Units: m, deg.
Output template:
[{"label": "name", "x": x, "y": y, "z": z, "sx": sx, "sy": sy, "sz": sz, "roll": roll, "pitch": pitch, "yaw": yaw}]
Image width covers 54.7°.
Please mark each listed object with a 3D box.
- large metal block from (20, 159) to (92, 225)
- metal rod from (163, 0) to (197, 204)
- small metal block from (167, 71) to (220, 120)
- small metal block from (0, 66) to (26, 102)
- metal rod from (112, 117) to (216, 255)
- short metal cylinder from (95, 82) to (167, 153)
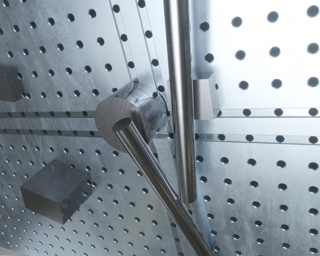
[{"label": "large metal block", "x": -0.176, "y": 0.108, "z": 0.535, "sx": 0.080, "sy": 0.080, "sz": 0.050, "roll": 17, "pitch": 125, "yaw": 18}, {"label": "metal rod", "x": 0.024, "y": -0.037, "z": 0.343, "sx": 0.025, "sy": 0.025, "sz": 0.298, "roll": 8, "pitch": 122, "yaw": 24}, {"label": "small metal block", "x": 0.040, "y": -0.038, "z": 0.367, "sx": 0.050, "sy": 0.025, "sz": 0.050, "roll": 1, "pitch": 119, "yaw": 27}, {"label": "small metal block", "x": -0.251, "y": -0.072, "z": 0.500, "sx": 0.050, "sy": 0.025, "sz": 0.050, "roll": 8, "pitch": 122, "yaw": 24}, {"label": "metal rod", "x": 0.020, "y": 0.108, "z": 0.429, "sx": 0.025, "sy": 0.025, "sz": 0.299, "roll": -8, "pitch": 126, "yaw": 32}, {"label": "short metal cylinder", "x": -0.037, "y": -0.013, "z": 0.406, "sx": 0.080, "sy": 0.050, "sz": 0.079, "roll": 13, "pitch": 124, "yaw": 21}]
